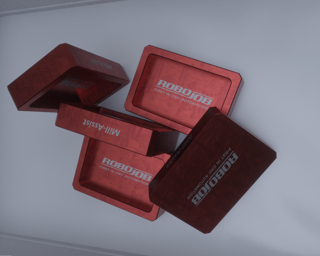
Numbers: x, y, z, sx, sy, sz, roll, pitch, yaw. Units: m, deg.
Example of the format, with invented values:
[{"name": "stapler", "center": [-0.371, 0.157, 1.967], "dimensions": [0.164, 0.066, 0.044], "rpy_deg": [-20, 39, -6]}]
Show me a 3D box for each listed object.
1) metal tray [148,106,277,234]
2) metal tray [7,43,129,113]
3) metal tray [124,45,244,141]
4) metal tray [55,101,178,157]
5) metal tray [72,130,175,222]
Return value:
[{"name": "metal tray", "center": [0.059, 0.052, 0.364], "dimensions": [0.090, 0.030, 0.130], "rpy_deg": [34, 103, -13]}, {"name": "metal tray", "center": [-0.107, -0.055, 0.388], "dimensions": [0.090, 0.130, 0.030], "rpy_deg": [-31, 80, 18]}, {"name": "metal tray", "center": [0.029, -0.043, 0.395], "dimensions": [0.130, 0.030, 0.089], "rpy_deg": [22, 97, 18]}, {"name": "metal tray", "center": [-0.051, -0.001, 0.390], "dimensions": [0.130, 0.090, 0.030], "rpy_deg": [17, 96, 19]}, {"name": "metal tray", "center": [-0.048, 0.059, 0.420], "dimensions": [0.130, 0.030, 0.089], "rpy_deg": [17, 96, 18]}]
